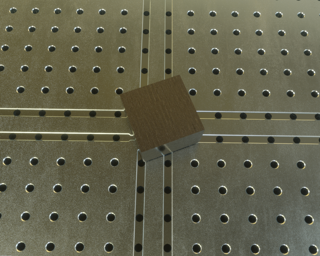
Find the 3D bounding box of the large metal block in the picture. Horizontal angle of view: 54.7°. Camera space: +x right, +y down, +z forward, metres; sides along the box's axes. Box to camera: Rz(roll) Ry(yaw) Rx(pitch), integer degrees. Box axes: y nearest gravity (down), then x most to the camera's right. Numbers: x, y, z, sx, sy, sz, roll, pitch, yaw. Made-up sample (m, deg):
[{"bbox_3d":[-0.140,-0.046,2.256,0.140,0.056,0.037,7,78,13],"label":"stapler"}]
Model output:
[{"bbox_3d":[0.002,-0.011,0.400,0.081,0.050,0.080,-20,71,-7],"label":"large metal block"}]
